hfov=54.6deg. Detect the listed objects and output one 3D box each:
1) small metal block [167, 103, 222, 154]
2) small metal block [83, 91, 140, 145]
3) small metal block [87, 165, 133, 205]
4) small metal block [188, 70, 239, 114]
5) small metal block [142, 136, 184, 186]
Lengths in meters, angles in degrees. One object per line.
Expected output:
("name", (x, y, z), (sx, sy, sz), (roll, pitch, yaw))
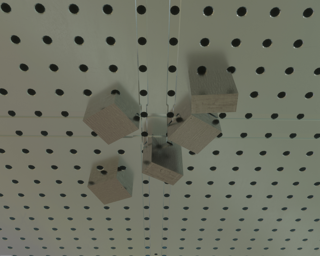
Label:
("small metal block", (0.045, 0.002, 0.413), (0.050, 0.025, 0.050), (27, 125, -22))
("small metal block", (-0.062, -0.012, 0.401), (0.050, 0.025, 0.050), (-27, 125, 21))
("small metal block", (-0.077, 0.091, 0.488), (0.050, 0.025, 0.050), (-19, 128, 15))
("small metal block", (0.060, -0.043, 0.359), (0.050, 0.050, 0.025), (-2, 130, 2))
("small metal block", (0.004, 0.046, 0.434), (0.050, 0.050, 0.025), (25, 126, -20))
